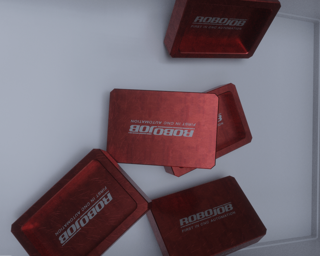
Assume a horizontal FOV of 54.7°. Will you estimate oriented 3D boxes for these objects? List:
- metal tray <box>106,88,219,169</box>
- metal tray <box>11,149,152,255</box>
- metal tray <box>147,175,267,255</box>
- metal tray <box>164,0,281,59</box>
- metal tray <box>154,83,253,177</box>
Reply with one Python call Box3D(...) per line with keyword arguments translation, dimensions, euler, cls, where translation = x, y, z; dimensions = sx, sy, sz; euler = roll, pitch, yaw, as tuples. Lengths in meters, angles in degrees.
Box3D(translation=(0.004, 0.001, 0.382), dimensions=(0.131, 0.030, 0.089), euler=(3, 89, 5), cls="metal tray")
Box3D(translation=(-0.085, 0.098, 0.344), dimensions=(0.130, 0.030, 0.090), euler=(-43, 78, -3), cls="metal tray")
Box3D(translation=(0.059, 0.122, 0.403), dimensions=(0.131, 0.030, 0.090), euler=(-13, 53, -20), cls="metal tray")
Box3D(translation=(0.079, -0.136, 0.406), dimensions=(0.131, 0.089, 0.030), euler=(-4, 53, -20), cls="metal tray")
Box3D(translation=(0.057, 0.000, 0.430), dimensions=(0.131, 0.030, 0.090), euler=(-23, 98, -19), cls="metal tray")
